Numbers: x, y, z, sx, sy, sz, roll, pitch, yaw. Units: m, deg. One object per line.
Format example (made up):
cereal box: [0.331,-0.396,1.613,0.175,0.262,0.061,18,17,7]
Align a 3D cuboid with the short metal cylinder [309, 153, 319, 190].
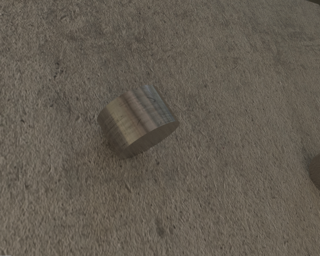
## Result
short metal cylinder: [0.284,0.064,0.482,0.050,0.080,0.080,-25,75,-37]

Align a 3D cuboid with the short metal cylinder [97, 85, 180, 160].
short metal cylinder: [-0.025,-0.006,0.359,0.081,0.080,0.050,-22,74,-36]
